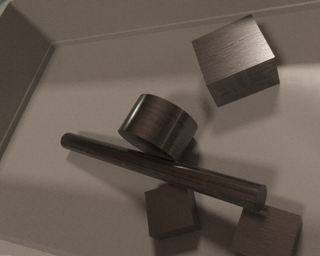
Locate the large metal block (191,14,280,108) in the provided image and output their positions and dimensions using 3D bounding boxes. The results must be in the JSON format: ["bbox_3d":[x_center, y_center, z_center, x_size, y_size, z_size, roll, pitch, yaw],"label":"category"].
[{"bbox_3d":[0.094,-0.084,0.391,0.080,0.050,0.080,-22,54,15],"label":"large metal block"}]

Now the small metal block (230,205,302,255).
[{"bbox_3d":[0.100,0.101,0.291,0.050,0.025,0.050,12,68,33],"label":"small metal block"}]

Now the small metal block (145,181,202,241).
[{"bbox_3d":[0.014,0.091,0.342,0.050,0.025,0.050,-20,54,16],"label":"small metal block"}]

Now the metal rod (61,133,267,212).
[{"bbox_3d":[-0.024,0.041,0.369,0.300,0.025,0.025,11,67,39],"label":"metal rod"}]

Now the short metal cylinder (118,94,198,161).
[{"bbox_3d":[-0.002,0.003,0.369,0.080,0.080,0.050,20,72,35],"label":"short metal cylinder"}]
